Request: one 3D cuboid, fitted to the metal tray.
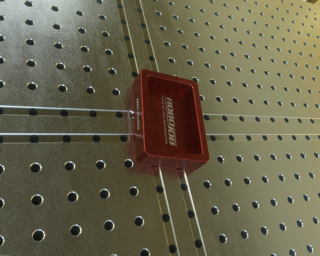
[{"bbox_3d":[0.013,-0.012,0.418,0.091,0.030,0.130,9,58,-23],"label":"metal tray"}]
